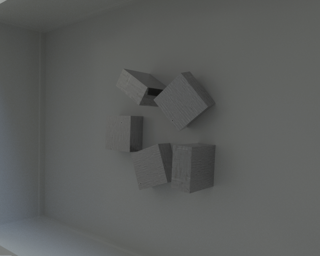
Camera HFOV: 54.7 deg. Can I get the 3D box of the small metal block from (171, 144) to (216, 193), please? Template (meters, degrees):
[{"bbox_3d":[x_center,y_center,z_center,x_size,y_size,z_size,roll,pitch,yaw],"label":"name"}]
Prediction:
[{"bbox_3d":[0.039,0.044,0.357,0.025,0.050,0.050,4,93,40],"label":"small metal block"}]

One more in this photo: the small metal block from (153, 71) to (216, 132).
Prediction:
[{"bbox_3d":[0.029,-0.032,0.373,0.050,0.025,0.050,-42,81,31],"label":"small metal block"}]

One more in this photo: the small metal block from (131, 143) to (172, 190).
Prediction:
[{"bbox_3d":[-0.007,0.051,0.411,0.050,0.025,0.050,-23,76,37],"label":"small metal block"}]

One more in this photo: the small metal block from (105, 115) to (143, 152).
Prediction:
[{"bbox_3d":[-0.052,0.007,0.447,0.050,0.025,0.050,3,92,39],"label":"small metal block"}]

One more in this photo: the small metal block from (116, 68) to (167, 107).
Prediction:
[{"bbox_3d":[-0.020,-0.052,0.405,0.050,0.050,0.025,41,115,32],"label":"small metal block"}]
